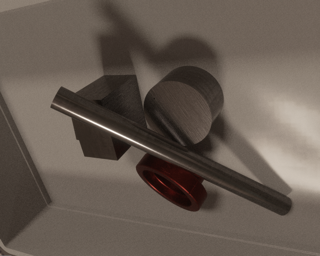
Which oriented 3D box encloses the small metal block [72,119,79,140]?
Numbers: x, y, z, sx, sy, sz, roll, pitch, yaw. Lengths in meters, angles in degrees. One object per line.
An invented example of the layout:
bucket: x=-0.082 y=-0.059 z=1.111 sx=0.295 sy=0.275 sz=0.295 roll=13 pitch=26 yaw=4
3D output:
small metal block: x=-0.100 y=-0.006 z=0.456 sx=0.050 sy=0.025 sz=0.050 roll=10 pitch=123 yaw=22

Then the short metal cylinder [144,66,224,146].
short metal cylinder: x=0.028 y=-0.026 z=0.360 sx=0.080 sy=0.050 sz=0.079 roll=13 pitch=124 yaw=20

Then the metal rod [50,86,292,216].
metal rod: x=0.024 y=0.033 z=0.354 sx=0.301 sy=0.025 sz=0.025 roll=26 pitch=130 yaw=-13

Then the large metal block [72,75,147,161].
large metal block: x=-0.063 y=-0.016 z=0.395 sx=0.050 sy=0.080 sz=0.079 roll=4 pitch=120 yaw=26

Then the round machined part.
round machined part: x=0.020 y=0.063 z=0.408 sx=0.098 sy=0.042 sz=0.098 roll=31 pitch=156 yaw=16
